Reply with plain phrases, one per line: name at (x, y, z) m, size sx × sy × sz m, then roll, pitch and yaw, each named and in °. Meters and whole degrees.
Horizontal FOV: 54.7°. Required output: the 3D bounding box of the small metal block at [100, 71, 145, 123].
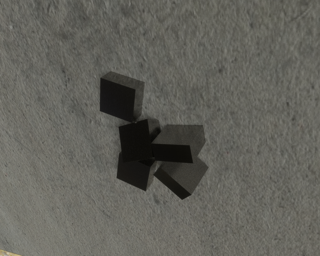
small metal block at (-0.050, -0.041, 0.407) m, size 0.050 × 0.025 × 0.050 m, roll 20°, pitch 126°, yaw 16°

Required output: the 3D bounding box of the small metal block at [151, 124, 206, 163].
small metal block at (0.024, 0.018, 0.388) m, size 0.050 × 0.050 × 0.025 m, roll 1°, pitch 119°, yaw 27°

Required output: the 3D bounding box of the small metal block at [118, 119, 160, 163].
small metal block at (-0.026, 0.018, 0.415) m, size 0.050 × 0.025 × 0.050 m, roll -14°, pitch 80°, yaw 33°

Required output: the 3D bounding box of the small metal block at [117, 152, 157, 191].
small metal block at (-0.034, 0.059, 0.460) m, size 0.050 × 0.025 × 0.050 m, roll 22°, pitch 127°, yaw 14°

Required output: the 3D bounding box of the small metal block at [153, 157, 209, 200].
small metal block at (0.028, 0.057, 0.407) m, size 0.050 × 0.050 × 0.025 m, roll 41°, pitch 142°, yaw -1°
